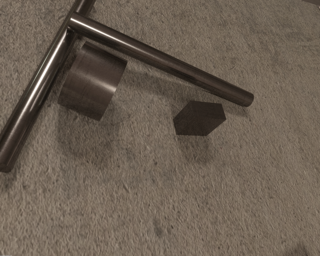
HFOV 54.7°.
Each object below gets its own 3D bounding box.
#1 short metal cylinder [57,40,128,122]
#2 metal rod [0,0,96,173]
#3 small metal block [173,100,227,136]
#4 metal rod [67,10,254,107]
[{"bbox_3d":[-0.078,-0.054,0.361,0.050,0.080,0.080,25,53,-14],"label":"short metal cylinder"},{"bbox_3d":[-0.132,-0.083,0.384,0.025,0.025,0.300,22,53,-15],"label":"metal rod"},{"bbox_3d":[0.053,-0.012,0.426,0.050,0.050,0.025,3,61,-27],"label":"small metal block"},{"bbox_3d":[0.016,-0.092,0.453,0.302,0.025,0.025,19,54,-24],"label":"metal rod"}]
